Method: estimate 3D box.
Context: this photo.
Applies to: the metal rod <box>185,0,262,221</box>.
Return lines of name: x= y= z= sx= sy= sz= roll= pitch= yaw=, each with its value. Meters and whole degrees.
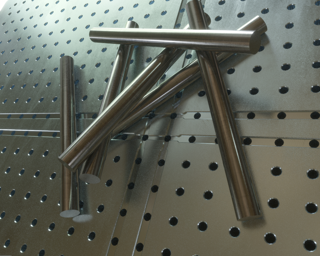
metal rod: x=0.069 y=-0.042 z=0.376 sx=0.025 sy=0.025 sz=0.299 roll=-18 pitch=61 yaw=18

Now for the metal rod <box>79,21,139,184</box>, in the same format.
metal rod: x=-0.066 y=-0.059 z=0.455 sx=0.025 sy=0.025 sz=0.300 roll=-10 pitch=49 yaw=23

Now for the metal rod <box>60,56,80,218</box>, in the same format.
metal rod: x=-0.145 y=-0.007 z=0.490 sx=0.025 sy=0.025 sz=0.300 roll=-24 pitch=53 yaw=14

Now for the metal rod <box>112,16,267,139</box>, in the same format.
metal rod: x=0.016 y=-0.058 z=0.436 sx=0.300 sy=0.025 sz=0.025 roll=-35 pitch=51 yaw=5

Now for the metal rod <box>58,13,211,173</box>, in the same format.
metal rod: x=-0.019 y=-0.063 z=0.414 sx=0.025 sy=0.025 sz=0.301 roll=20 pitch=59 yaw=36

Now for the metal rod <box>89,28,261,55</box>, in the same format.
metal rod: x=-0.004 y=-0.126 z=0.432 sx=0.300 sy=0.025 sz=0.025 roll=18 pitch=71 yaw=42
